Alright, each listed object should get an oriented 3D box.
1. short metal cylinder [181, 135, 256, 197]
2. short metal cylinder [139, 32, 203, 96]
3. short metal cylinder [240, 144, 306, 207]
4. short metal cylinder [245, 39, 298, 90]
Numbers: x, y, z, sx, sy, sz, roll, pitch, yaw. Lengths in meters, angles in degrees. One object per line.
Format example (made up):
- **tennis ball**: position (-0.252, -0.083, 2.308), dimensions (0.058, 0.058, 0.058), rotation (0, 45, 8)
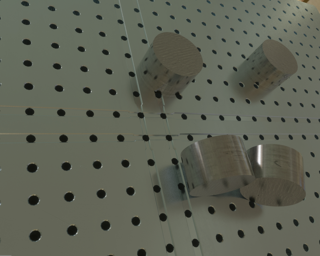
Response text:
- **short metal cylinder**: position (0.070, 0.049, 0.383), dimensions (0.081, 0.080, 0.050), rotation (2, 61, -28)
- **short metal cylinder**: position (0.016, -0.094, 0.460), dimensions (0.081, 0.050, 0.080), rotation (14, 56, -21)
- **short metal cylinder**: position (0.151, 0.065, 0.417), dimensions (0.080, 0.080, 0.050), rotation (25, 53, -13)
- **short metal cylinder**: position (0.207, -0.118, 0.579), dimensions (0.081, 0.050, 0.080), rotation (14, 56, -21)
